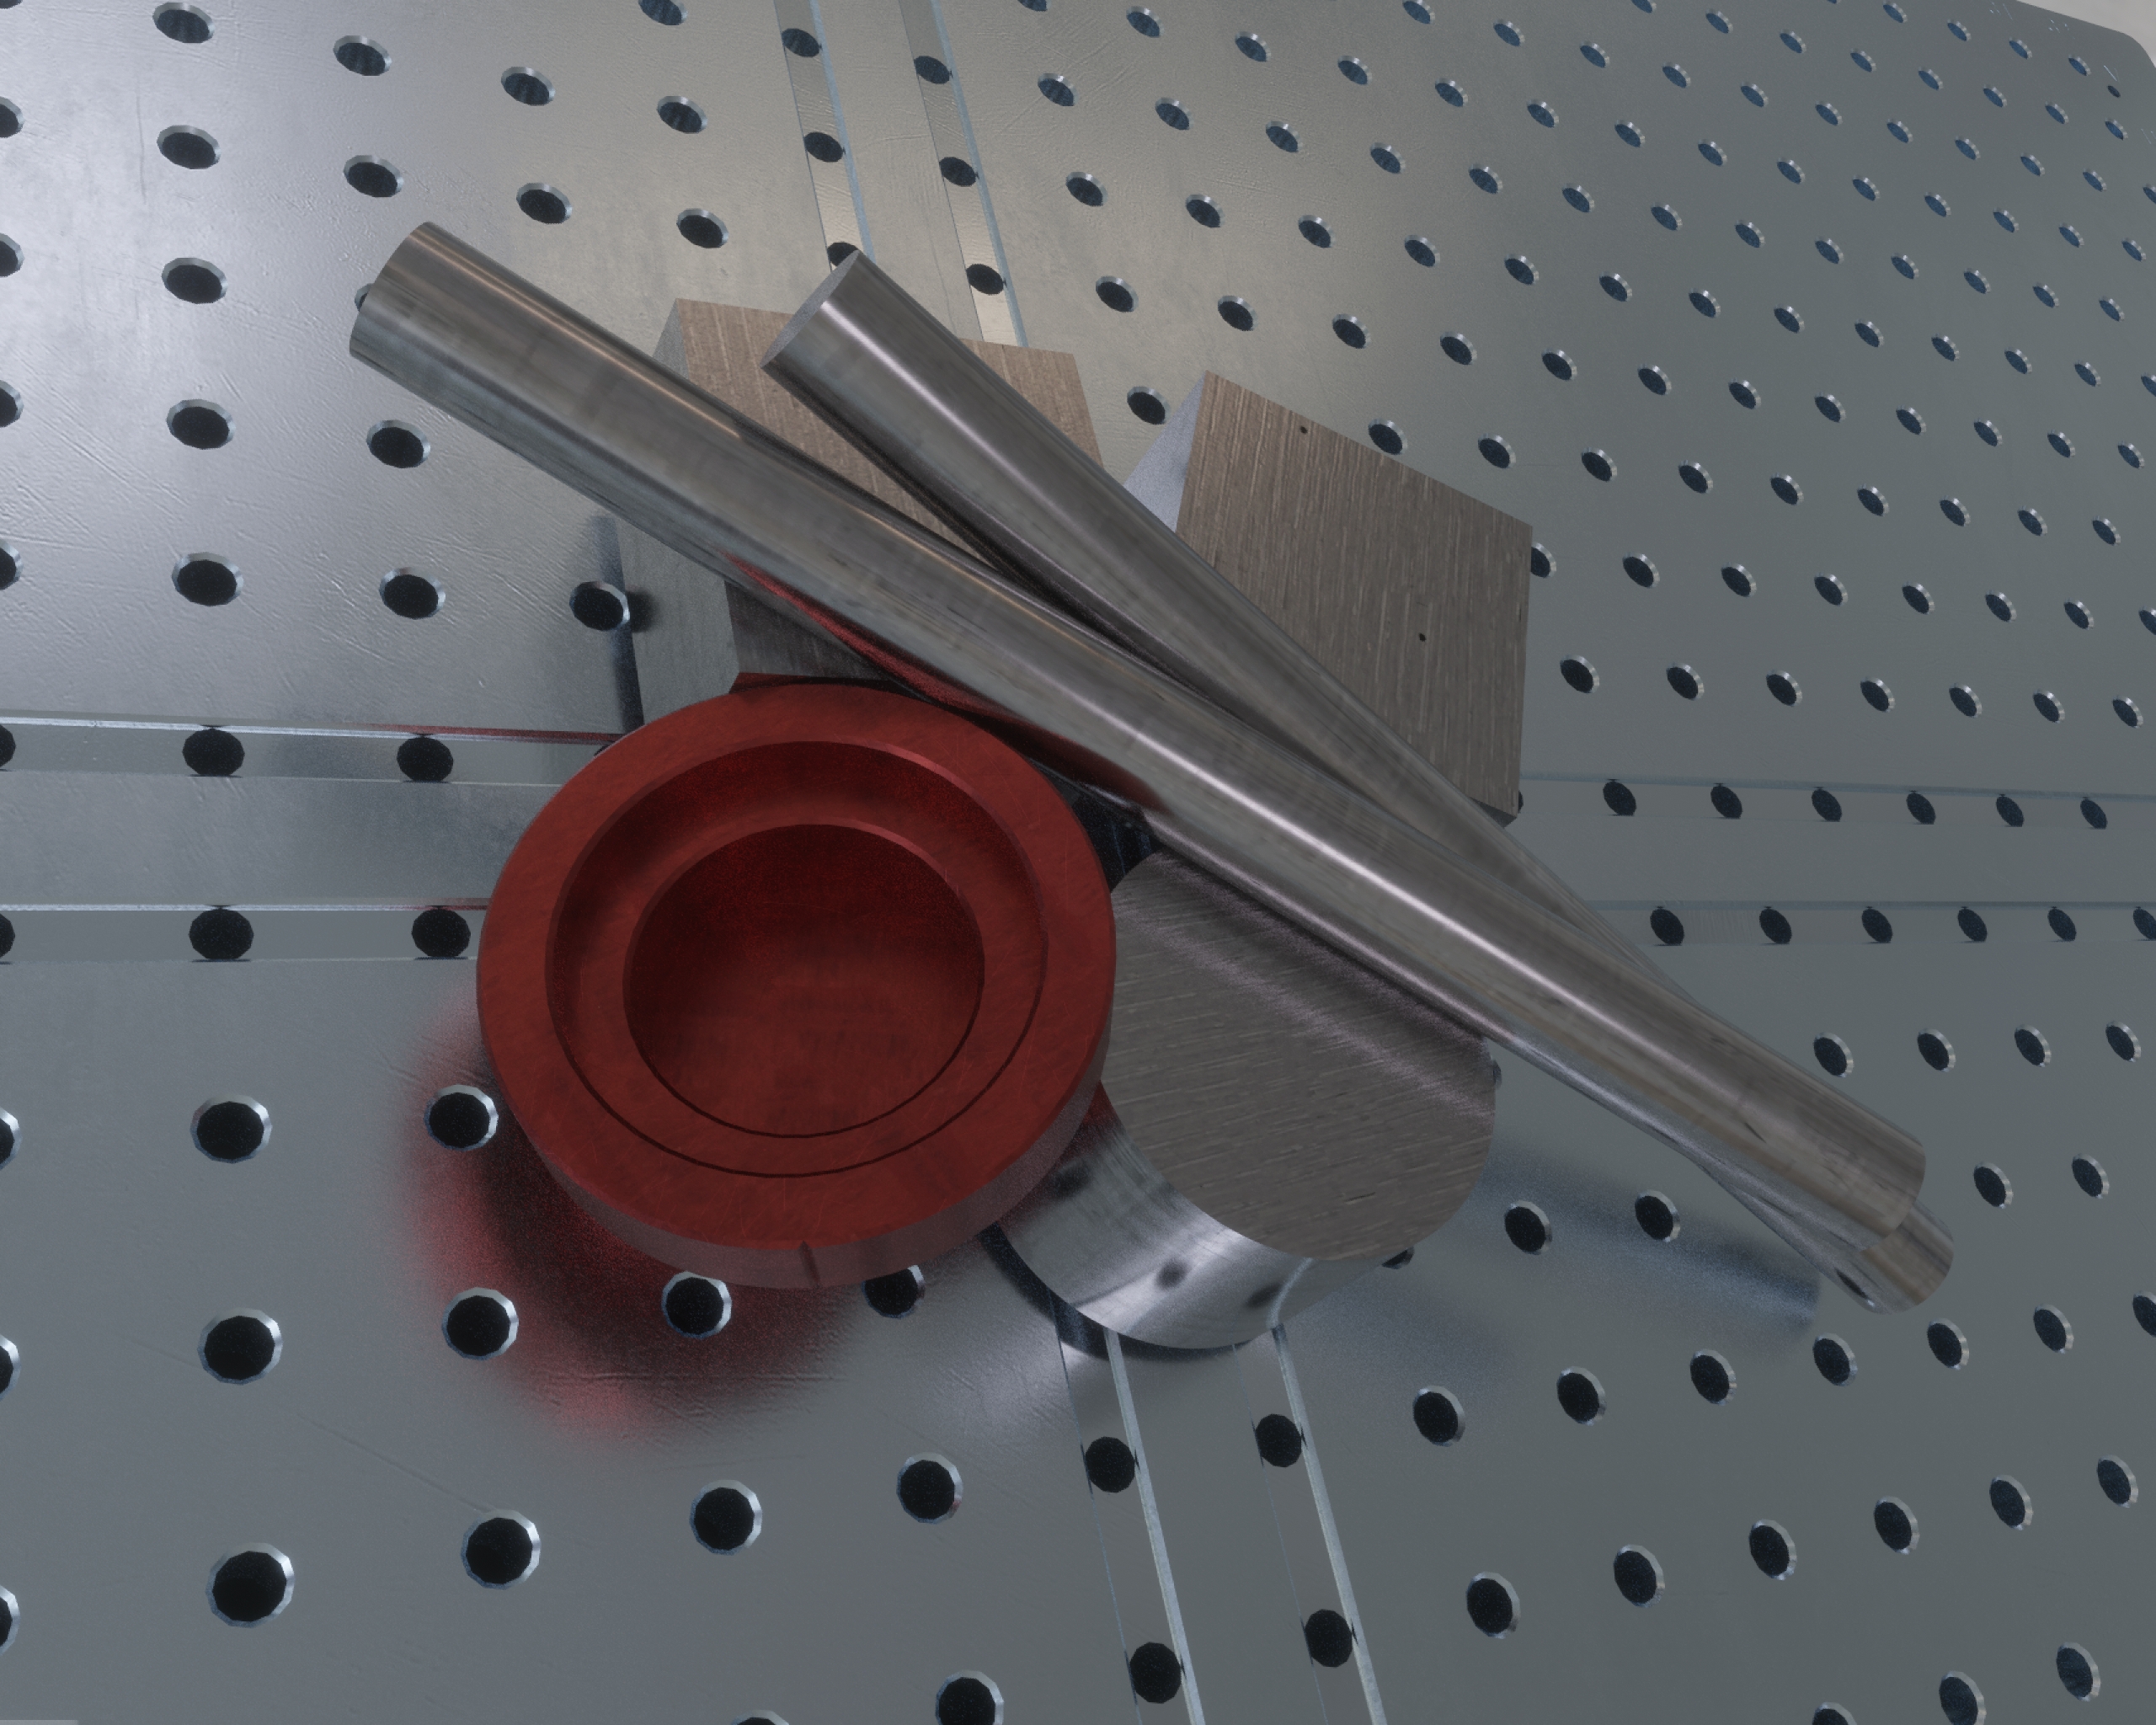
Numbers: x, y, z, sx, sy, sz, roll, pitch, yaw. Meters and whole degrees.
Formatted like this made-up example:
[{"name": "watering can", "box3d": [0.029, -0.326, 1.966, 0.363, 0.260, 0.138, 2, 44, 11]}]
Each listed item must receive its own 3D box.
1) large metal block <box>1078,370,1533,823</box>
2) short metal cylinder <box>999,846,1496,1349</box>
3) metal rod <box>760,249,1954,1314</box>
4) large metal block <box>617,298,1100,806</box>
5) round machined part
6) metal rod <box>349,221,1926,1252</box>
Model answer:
[{"name": "large metal block", "box3d": [0.046, -0.044, 0.437, 0.080, 0.050, 0.080, 22, 54, -15]}, {"name": "short metal cylinder", "box3d": [0.027, 0.041, 0.376, 0.081, 0.050, 0.080, 14, 56, -21]}, {"name": "metal rod", "box3d": [0.066, -0.002, 0.392, 0.301, 0.025, 0.025, 39, 50, -21]}, {"name": "large metal block", "box3d": [-0.039, -0.054, 0.396, 0.081, 0.050, 0.080, 1, 61, -28]}, {"name": "round machined part", "box3d": [-0.044, 0.023, 0.341, 0.099, 0.042, 0.098, 1, 61, -1]}, {"name": "metal rod", "box3d": [0.019, -0.015, 0.357, 0.301, 0.025, 0.025, 31, 52, -10]}]
